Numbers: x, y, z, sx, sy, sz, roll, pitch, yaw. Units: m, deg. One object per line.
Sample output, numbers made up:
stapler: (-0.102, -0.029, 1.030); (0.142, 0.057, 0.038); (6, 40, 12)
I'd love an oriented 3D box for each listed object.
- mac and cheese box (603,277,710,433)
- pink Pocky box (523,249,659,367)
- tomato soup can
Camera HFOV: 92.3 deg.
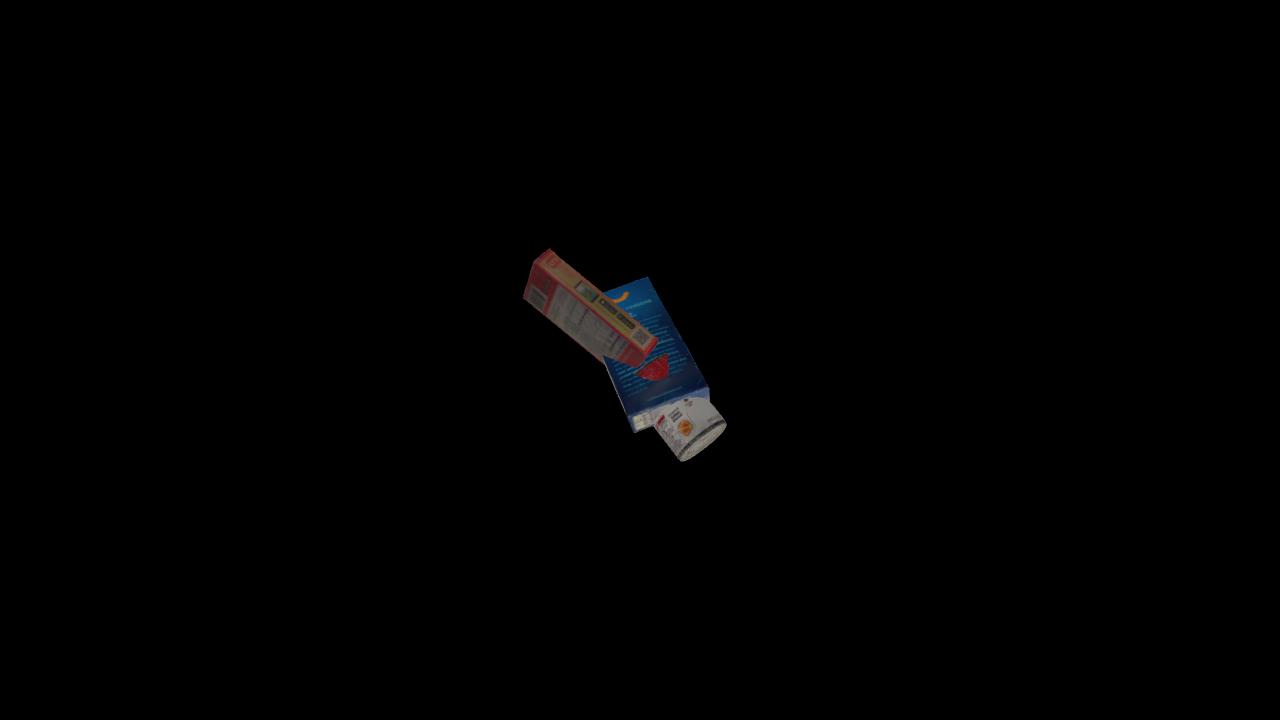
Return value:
mac and cheese box: (0.001, -0.011, 0.705); (0.093, 0.184, 0.041); (-21, -38, -5)
pink Pocky box: (-0.057, -0.046, 0.677); (0.155, 0.029, 0.084); (40, -28, 1)
tomato soup can: (0.039, 0.052, 0.673); (0.068, 0.101, 0.068); (-33, -21, -14)
